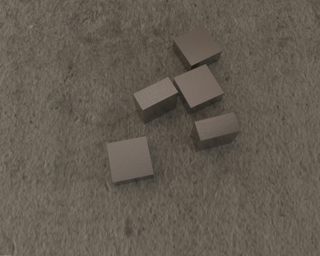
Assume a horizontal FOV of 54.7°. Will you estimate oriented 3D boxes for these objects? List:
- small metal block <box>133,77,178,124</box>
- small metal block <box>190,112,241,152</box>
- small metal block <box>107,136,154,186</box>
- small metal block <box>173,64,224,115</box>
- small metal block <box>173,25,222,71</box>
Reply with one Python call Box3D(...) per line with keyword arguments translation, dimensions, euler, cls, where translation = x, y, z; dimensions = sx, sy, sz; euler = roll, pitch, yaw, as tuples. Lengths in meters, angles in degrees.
Box3D(translation=(-0.005, -0.035, 0.408), dimensions=(0.050, 0.050, 0.025), euler=(-28, 73, -10), cls="small metal block")
Box3D(translation=(0.069, 0.006, 0.393), dimensions=(0.050, 0.050, 0.025), euler=(-14, 71, -5), cls="small metal block")
Box3D(translation=(-0.037, 0.042, 0.392), dimensions=(0.050, 0.025, 0.050), euler=(-11, 71, -5), cls="small metal block")
Box3D(translation=(0.052, -0.053, 0.428), dimensions=(0.050, 0.025, 0.050), euler=(-25, 72, -9), cls="small metal block")
Box3D(translation=(0.053, -0.113, 0.450), dimensions=(0.050, 0.025, 0.050), euler=(-28, 73, -10), cls="small metal block")
